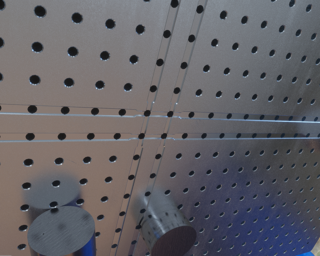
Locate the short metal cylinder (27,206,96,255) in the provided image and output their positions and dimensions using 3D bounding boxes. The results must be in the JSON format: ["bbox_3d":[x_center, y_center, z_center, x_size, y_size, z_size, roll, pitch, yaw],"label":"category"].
[{"bbox_3d":[-0.124,0.148,0.399,0.081,0.080,0.050,-10,123,-23],"label":"short metal cylinder"}]

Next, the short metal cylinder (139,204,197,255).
[{"bbox_3d":[0.013,0.173,0.509,0.081,0.050,0.079,-14,124,-21],"label":"short metal cylinder"}]
